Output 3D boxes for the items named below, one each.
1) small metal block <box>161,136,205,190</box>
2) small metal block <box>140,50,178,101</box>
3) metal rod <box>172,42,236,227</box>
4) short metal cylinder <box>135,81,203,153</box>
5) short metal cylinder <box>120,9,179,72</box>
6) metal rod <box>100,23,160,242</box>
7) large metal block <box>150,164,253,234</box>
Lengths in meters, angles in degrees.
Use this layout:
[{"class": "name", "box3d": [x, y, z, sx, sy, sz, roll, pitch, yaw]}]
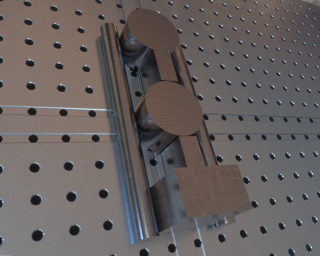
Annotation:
[{"class": "small metal block", "box3d": [0.028, 0.043, 0.380, 0.025, 0.050, 0.050, 0, 62, -28]}, {"class": "small metal block", "box3d": [-0.003, -0.072, 0.433, 0.025, 0.050, 0.050, 1, 62, -28]}, {"class": "metal rod", "box3d": [0.049, -0.014, 0.442, 0.025, 0.025, 0.299, 1, 61, -28]}, {"class": "short metal cylinder", "box3d": [0.009, -0.014, 0.405, 0.081, 0.050, 0.080, 14, 56, -21]}, {"class": "short metal cylinder", "box3d": [-0.019, -0.129, 0.460, 0.081, 0.050, 0.080, 14, 56, -21]}, {"class": "metal rod", "box3d": [-0.044, -0.014, 0.392, 0.025, 0.025, 0.299, 1, 61, -28]}, {"class": "large metal block", "box3d": [0.039, 0.080, 0.345, 0.081, 0.080, 0.050, 1, 62, -28]}]
